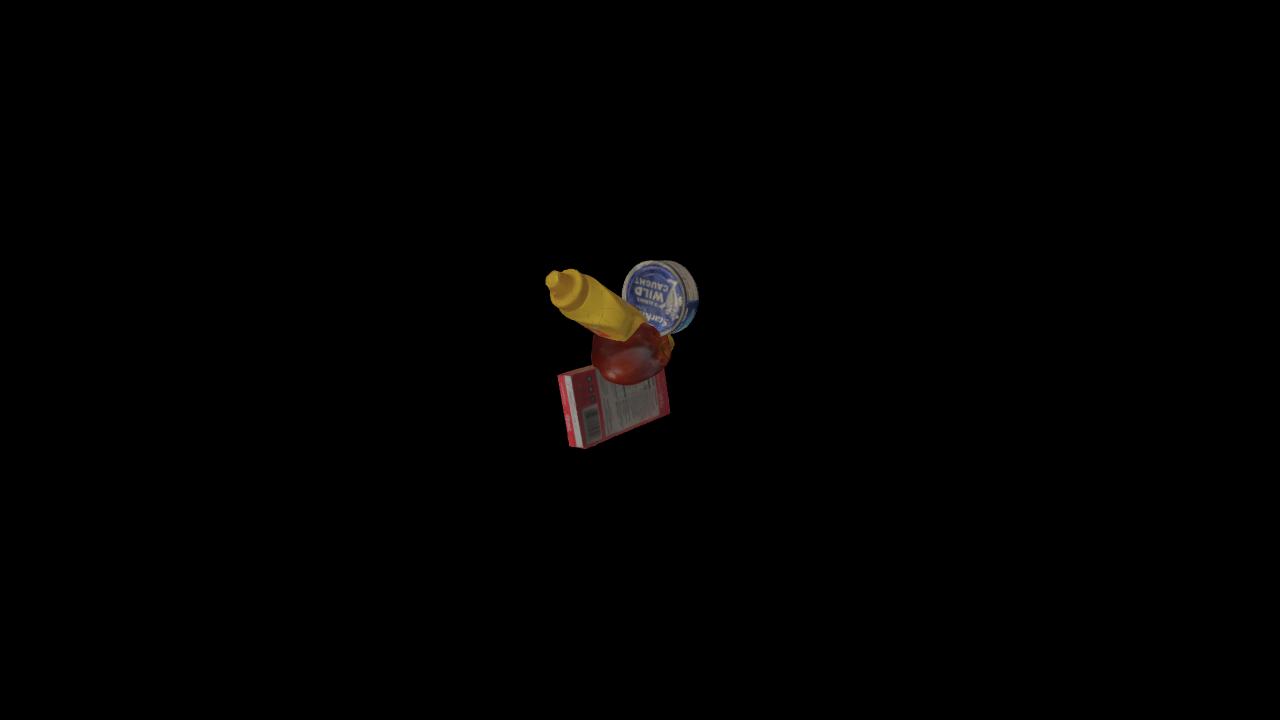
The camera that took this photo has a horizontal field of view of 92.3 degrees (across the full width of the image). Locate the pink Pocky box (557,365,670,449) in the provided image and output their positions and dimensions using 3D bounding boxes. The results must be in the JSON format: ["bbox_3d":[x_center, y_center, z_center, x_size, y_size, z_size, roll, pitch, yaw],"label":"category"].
[{"bbox_3d":[-0.026,0.042,0.722,0.029,0.084,0.155,-1,11,42],"label":"pink Pocky box"}]

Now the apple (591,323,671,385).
[{"bbox_3d":[-0.011,-0.008,0.696,0.093,0.079,0.079,-11,-6,31],"label":"apple"}]

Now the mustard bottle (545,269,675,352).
[{"bbox_3d":[-0.040,-0.052,0.674,0.092,0.054,0.184,36,3,37],"label":"mustard bottle"}]

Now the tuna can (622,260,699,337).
[{"bbox_3d":[0.022,-0.068,0.680,0.084,0.084,0.034,0,8,36],"label":"tuna can"}]
